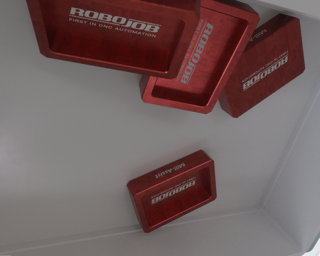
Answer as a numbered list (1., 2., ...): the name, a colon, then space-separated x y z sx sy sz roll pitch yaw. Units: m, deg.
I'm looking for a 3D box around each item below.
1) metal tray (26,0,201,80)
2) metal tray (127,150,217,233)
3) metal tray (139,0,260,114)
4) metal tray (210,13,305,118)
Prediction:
1. metal tray: -0.040 -0.089 0.267 0.131 0.030 0.090 9 154 -7
2. metal tray: 0.023 0.098 0.477 0.131 0.030 0.089 -22 127 -15
3. metal tray: 0.038 -0.081 0.345 0.091 0.030 0.129 10 127 -18
4. metal tray: 0.135 -0.084 0.427 0.130 0.030 0.090 -34 129 -6
